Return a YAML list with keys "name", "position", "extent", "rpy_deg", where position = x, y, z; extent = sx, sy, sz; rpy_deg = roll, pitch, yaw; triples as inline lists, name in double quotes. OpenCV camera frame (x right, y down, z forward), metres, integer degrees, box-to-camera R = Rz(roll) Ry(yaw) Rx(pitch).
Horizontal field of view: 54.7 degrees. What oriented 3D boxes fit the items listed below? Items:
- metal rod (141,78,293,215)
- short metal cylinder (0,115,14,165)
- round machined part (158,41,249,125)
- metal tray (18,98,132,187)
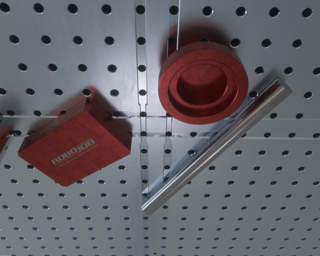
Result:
- name: "metal rod"
  position: [0.064, 0.043, 0.448]
  extent: [0.025, 0.025, 0.298]
  rpy_deg: [28, 125, -22]
- name: "short metal cylinder"
  position: [-0.244, 0.018, 0.408]
  extent: [0.081, 0.050, 0.079]
  rpy_deg: [0, 130, 0]
- name: "round machined part"
  position: [0.047, -0.054, 0.355]
  extent: [0.099, 0.042, 0.097]
  rpy_deg: [0, 130, 0]
- name: "metal tray"
  position: [-0.116, 0.025, 0.429]
  extent: [0.130, 0.030, 0.090]
  rpy_deg: [-28, 125, 22]
